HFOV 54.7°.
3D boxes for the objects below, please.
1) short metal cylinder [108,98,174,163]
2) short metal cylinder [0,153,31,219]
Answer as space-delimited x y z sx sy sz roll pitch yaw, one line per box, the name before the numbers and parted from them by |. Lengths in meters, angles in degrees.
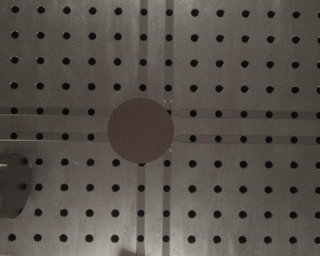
short metal cylinder | -0.023 0.003 0.401 0.081 0.050 0.079 0 90 -1
short metal cylinder | -0.202 0.070 0.383 0.050 0.080 0.079 2 90 0
